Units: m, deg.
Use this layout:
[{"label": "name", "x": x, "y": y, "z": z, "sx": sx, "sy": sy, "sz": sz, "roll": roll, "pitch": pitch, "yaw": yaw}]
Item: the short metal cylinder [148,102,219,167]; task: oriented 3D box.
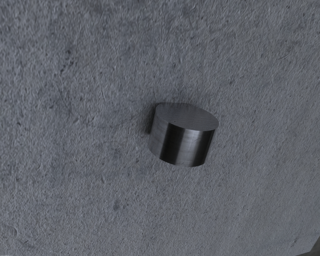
[{"label": "short metal cylinder", "x": 0.029, "y": 0.006, "z": 0.394, "sx": 0.081, "sy": 0.080, "sz": 0.050, "roll": -1, "pitch": 119, "yaw": -28}]
